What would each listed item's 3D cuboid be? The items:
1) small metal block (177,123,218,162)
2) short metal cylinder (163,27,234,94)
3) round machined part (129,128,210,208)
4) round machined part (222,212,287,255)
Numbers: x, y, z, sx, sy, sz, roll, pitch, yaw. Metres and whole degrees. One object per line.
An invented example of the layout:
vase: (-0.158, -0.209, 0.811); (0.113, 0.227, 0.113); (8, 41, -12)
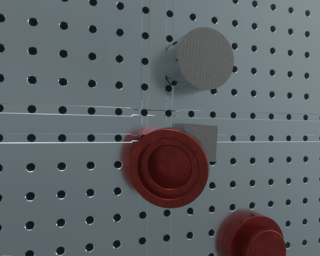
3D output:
small metal block: (0.051, 0.020, 0.431); (0.050, 0.025, 0.050); (4, 89, -20)
short metal cylinder: (0.051, -0.089, 0.418); (0.081, 0.050, 0.080); (0, 90, -20)
round machined part: (0.014, 0.047, 0.393); (0.098, 0.042, 0.097); (1, 96, 13)
round machined part: (0.145, 0.179, 0.457); (0.099, 0.042, 0.097); (0, 90, -20)
